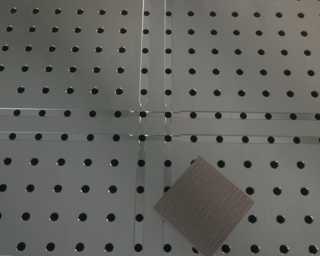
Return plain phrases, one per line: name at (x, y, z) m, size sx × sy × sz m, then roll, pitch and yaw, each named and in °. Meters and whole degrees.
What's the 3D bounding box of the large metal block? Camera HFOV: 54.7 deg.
large metal block at (0.049, 0.093, 0.365) m, size 0.080 × 0.050 × 0.080 m, roll 41°, pitch 75°, yaw 13°
